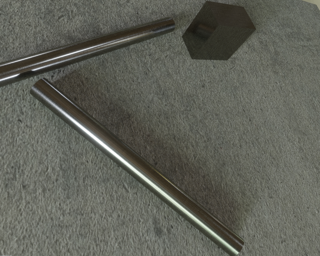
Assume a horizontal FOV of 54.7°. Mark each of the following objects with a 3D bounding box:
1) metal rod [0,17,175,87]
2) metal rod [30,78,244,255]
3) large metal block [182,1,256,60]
[{"bbox_3d":[-0.087,-0.113,0.426,0.302,0.025,0.025,-31,79,-38],"label":"metal rod"},{"bbox_3d":[-0.025,0.047,0.362,0.300,0.025,0.025,39,51,-2],"label":"metal rod"},{"bbox_3d":[0.097,-0.160,0.521,0.081,0.080,0.050,-6,65,-31],"label":"large metal block"}]
